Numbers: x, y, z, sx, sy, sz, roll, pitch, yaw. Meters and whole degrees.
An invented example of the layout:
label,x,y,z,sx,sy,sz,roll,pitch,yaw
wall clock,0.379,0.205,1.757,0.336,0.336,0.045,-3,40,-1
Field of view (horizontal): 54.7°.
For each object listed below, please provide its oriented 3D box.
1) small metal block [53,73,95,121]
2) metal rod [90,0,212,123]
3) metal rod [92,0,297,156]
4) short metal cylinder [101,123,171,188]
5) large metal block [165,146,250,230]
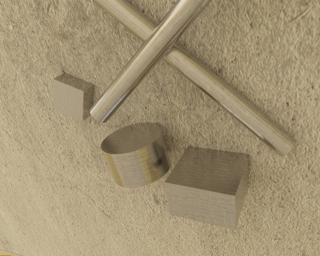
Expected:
label,x,y,z,sx,sy,sz,roll,pitch,yaw
small metal block,-0.123,-0.044,0.442,0.050,0.025,0.050,22,127,14
metal rod,0.018,-0.106,0.304,0.025,0.025,0.299,44,121,-3
metal rod,0.027,-0.074,0.345,0.300,0.025,0.025,40,129,0
short metal cylinder,-0.031,0.034,0.407,0.080,0.080,0.050,-1,118,28
large metal block,0.061,0.069,0.381,0.080,0.080,0.050,7,121,24
